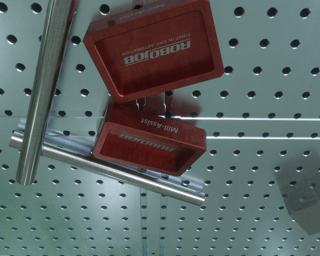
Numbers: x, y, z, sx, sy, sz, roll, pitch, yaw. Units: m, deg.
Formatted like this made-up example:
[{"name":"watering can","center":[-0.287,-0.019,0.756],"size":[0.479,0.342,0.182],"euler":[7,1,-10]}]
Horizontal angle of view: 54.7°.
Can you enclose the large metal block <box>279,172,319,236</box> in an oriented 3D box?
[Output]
[{"name":"large metal block","center":[0.257,0.123,0.504],"size":[0.080,0.050,0.080],"euler":[-32,124,24]}]

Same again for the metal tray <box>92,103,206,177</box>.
[{"name":"metal tray","center":[-0.016,0.020,0.410],"size":[0.131,0.030,0.089],"euler":[16,144,-14]}]

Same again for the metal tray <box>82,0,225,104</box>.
[{"name":"metal tray","center":[-0.004,-0.084,0.336],"size":[0.130,0.030,0.090],"euler":[-14,129,11]}]

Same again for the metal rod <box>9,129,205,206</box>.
[{"name":"metal rod","center":[-0.066,0.065,0.466],"size":[0.302,0.025,0.025],"euler":[21,127,-18]}]

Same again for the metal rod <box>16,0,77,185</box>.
[{"name":"metal rod","center":[-0.131,-0.045,0.351],"size":[0.025,0.025,0.298],"euler":[17,122,-14]}]
